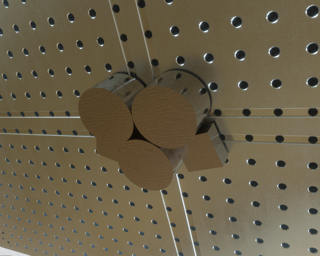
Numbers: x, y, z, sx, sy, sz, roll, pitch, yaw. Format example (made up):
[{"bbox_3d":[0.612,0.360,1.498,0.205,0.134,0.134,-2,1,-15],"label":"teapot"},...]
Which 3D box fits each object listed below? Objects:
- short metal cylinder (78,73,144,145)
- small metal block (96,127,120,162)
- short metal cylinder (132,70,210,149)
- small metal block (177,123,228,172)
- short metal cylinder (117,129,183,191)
[{"bbox_3d":[-0.058,-0.025,0.405,0.080,0.050,0.079,13,124,21],"label":"short metal cylinder"},{"bbox_3d":[-0.065,0.020,0.453,0.050,0.025,0.050,19,126,17],"label":"small metal block"},{"bbox_3d":[0.014,-0.022,0.369,0.080,0.050,0.079,13,124,21],"label":"short metal cylinder"},{"bbox_3d":[0.052,0.026,0.395,0.050,0.025,0.050,-15,111,34],"label":"small metal block"},{"bbox_3d":[-0.010,0.037,0.419,0.080,0.050,0.079,13,124,21],"label":"short metal cylinder"}]
